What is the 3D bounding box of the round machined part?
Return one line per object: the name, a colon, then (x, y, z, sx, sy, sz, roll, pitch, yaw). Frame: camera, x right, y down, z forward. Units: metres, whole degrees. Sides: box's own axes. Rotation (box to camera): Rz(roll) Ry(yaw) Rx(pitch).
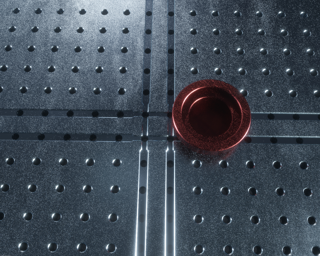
round machined part: (0.065, -0.011, 0.407, 0.099, 0.042, 0.098, 0, 70, 0)
